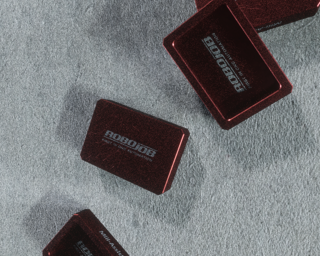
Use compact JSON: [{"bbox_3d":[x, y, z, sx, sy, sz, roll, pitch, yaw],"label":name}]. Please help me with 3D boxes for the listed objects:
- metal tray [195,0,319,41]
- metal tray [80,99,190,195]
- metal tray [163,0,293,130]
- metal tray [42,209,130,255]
[{"bbox_3d":[0.109,-0.160,0.368,0.130,0.030,0.090,-14,86,19],"label":"metal tray"},{"bbox_3d":[-0.036,0.023,0.419,0.130,0.030,0.089,21,97,18],"label":"metal tray"},{"bbox_3d":[0.077,-0.074,0.356,0.090,0.030,0.130,-34,95,22],"label":"metal tray"},{"bbox_3d":[-0.096,0.193,0.440,0.130,0.030,0.090,44,104,14],"label":"metal tray"}]
